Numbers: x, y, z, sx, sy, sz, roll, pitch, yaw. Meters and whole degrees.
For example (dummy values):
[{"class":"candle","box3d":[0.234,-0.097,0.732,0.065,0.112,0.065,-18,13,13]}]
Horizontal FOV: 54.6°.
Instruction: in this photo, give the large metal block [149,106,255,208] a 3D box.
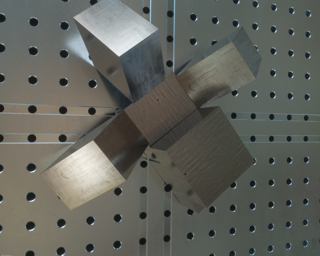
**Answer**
[{"class":"large metal block","box3d":[0.049,0.031,0.363,0.080,0.050,0.080,-39,103,-17]}]

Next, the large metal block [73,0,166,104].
[{"class":"large metal block","box3d":[-0.042,-0.088,0.351,0.050,0.080,0.080,-40,64,-15]}]

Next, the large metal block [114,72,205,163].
[{"class":"large metal block","box3d":[0.001,-0.013,0.399,0.080,0.050,0.080,-40,103,-16]}]

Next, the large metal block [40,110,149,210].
[{"class":"large metal block","box3d":[-0.068,0.033,0.342,0.080,0.080,0.050,-31,103,25]}]

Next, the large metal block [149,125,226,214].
[{"class":"large metal block","box3d":[0.047,0.052,0.416,0.080,0.050,0.080,-39,101,-17]}]

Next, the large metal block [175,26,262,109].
[{"class":"large metal block","box3d":[0.077,-0.077,0.395,0.050,0.080,0.080,54,34,-12]}]
